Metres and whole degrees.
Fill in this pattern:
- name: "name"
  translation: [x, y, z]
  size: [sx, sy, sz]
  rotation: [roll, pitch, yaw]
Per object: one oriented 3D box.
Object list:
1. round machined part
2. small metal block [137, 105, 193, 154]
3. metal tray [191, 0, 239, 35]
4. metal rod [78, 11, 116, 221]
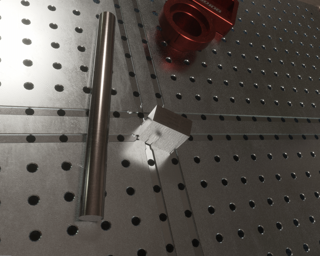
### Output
- name: "round machined part"
  translation: [0.042, -0.168, 0.525]
  size: [0.099, 0.042, 0.098]
  rotation: [14, 56, -21]
- name: "small metal block"
  translation: [0.006, 0.003, 0.395]
  size: [0.050, 0.050, 0.025]
  rotation: [24, 53, -14]
- name: "metal tray"
  translation: [0.088, -0.247, 0.605]
  size: [0.131, 0.030, 0.090]
  rotation: [27, 52, -12]
- name: "metal rod"
  translation: [-0.075, -0.037, 0.391]
  size: [0.025, 0.025, 0.299]
  rotation: [12, 57, -22]
